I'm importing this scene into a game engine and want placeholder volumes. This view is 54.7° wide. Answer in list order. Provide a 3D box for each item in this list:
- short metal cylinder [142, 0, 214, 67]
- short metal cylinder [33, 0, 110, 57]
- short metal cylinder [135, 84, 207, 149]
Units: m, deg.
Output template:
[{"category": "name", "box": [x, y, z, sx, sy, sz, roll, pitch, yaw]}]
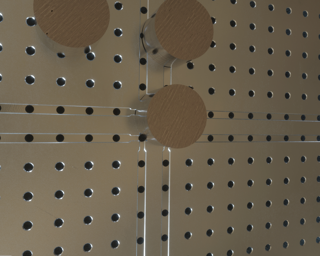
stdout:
[{"category": "short metal cylinder", "box": [0.023, -0.125, 0.409, 0.081, 0.050, 0.079, 0, 90, -20]}, {"category": "short metal cylinder", "box": [-0.104, -0.128, 0.361, 0.081, 0.050, 0.079, 0, 90, -21]}, {"category": "short metal cylinder", "box": [0.014, -0.015, 0.405, 0.081, 0.050, 0.079, 0, 90, -21]}]
